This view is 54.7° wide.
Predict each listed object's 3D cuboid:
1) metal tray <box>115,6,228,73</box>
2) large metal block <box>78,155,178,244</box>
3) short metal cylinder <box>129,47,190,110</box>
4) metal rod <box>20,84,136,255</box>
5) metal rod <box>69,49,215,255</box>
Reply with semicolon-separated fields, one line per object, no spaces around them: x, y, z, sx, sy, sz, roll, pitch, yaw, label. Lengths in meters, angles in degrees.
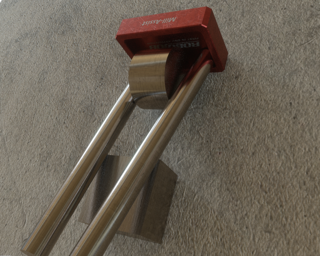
0.017;-0.112;0.422;0.130;0.090;0.030;2;63;29;metal tray
-0.034;0.079;0.355;0.080;0.050;0.080;2;63;28;large metal block
0.002;-0.064;0.408;0.050;0.080;0.080;2;63;28;short metal cylinder
-0.064;0.009;0.373;0.025;0.025;0.301;2;47;29;metal rod
-0.002;0.011;0.339;0.025;0.025;0.301;9;51;32;metal rod
